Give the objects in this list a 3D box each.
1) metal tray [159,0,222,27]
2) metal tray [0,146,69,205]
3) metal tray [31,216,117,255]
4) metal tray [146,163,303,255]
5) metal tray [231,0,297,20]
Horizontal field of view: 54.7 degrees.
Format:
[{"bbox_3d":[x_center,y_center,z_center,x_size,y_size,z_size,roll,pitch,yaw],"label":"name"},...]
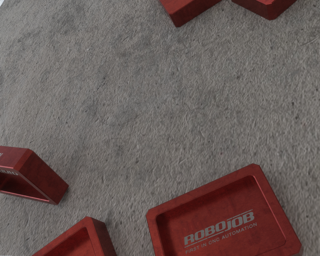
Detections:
[{"bbox_3d":[0.039,-0.237,0.526,0.090,0.030,0.130,-31,52,8],"label":"metal tray"},{"bbox_3d":[-0.202,0.063,0.426,0.130,0.090,0.030,2,50,29],"label":"metal tray"},{"bbox_3d":[-0.110,0.175,0.350,0.130,0.030,0.090,-36,51,4],"label":"metal tray"},{"bbox_3d":[0.058,0.102,0.307,0.130,0.030,0.090,-27,52,11],"label":"metal tray"},{"bbox_3d":[0.175,-0.222,0.445,0.130,0.030,0.090,-41,51,0],"label":"metal tray"}]
